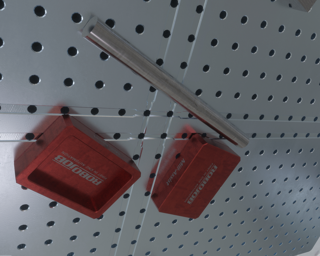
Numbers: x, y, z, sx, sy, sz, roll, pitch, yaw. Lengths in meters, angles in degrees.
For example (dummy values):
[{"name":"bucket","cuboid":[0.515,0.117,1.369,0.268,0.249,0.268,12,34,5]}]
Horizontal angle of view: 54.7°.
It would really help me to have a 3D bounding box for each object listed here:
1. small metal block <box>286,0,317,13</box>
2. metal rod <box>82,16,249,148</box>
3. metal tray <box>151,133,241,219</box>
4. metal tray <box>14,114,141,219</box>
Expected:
[{"name":"small metal block","cuboid":[0.185,-0.186,0.397,0.050,0.025,0.050,24,105,-37]},{"name":"metal rod","cuboid":[0.031,-0.040,0.403,0.301,0.025,0.025,31,101,-38]},{"name":"metal tray","cuboid":[0.057,0.080,0.489,0.090,0.030,0.129,23,106,-37]},{"name":"metal tray","cuboid":[-0.098,0.053,0.387,0.090,0.030,0.130,-45,129,3]}]
